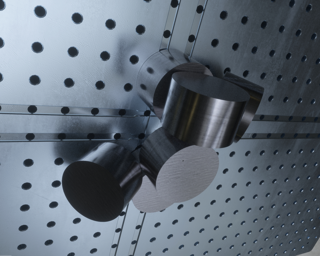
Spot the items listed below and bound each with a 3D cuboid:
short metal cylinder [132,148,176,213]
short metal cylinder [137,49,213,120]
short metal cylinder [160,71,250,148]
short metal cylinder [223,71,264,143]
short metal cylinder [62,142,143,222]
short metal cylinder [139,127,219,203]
[{"bbox_3d":[-0.010,0.071,0.432,0.081,0.050,0.079,-14,125,-21],"label":"short metal cylinder"},{"bbox_3d":[0.019,-0.049,0.374,0.081,0.050,0.079,-14,125,-21],"label":"short metal cylinder"},{"bbox_3d":[0.045,-0.021,0.321,0.081,0.080,0.050,0,118,-29],"label":"short metal cylinder"},{"bbox_3d":[0.091,-0.027,0.400,0.050,0.080,0.079,26,109,5],"label":"short metal cylinder"},{"bbox_3d":[-0.068,0.064,0.371,0.050,0.080,0.079,-46,152,-60],"label":"short metal cylinder"},{"bbox_3d":[0.022,0.041,0.366,0.081,0.050,0.079,-14,124,-21],"label":"short metal cylinder"}]
